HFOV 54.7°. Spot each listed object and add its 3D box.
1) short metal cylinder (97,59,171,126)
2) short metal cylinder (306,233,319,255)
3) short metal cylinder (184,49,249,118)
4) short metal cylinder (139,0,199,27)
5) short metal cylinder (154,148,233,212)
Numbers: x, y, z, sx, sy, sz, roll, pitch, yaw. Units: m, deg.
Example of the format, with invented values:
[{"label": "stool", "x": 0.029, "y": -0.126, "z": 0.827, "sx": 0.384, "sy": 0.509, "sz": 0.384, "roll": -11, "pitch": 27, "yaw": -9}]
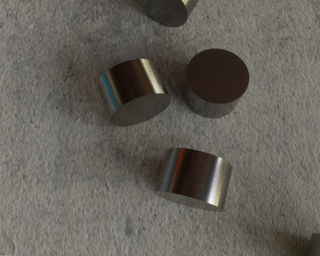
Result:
[{"label": "short metal cylinder", "x": -0.033, "y": -0.043, "z": 0.394, "sx": 0.080, "sy": 0.080, "sz": 0.050, "roll": -21, "pitch": 72, "yaw": -8}, {"label": "short metal cylinder", "x": 0.197, "y": 0.152, "z": 0.326, "sx": 0.080, "sy": 0.080, "sz": 0.050, "roll": 22, "pitch": 72, "yaw": 7}, {"label": "short metal cylinder", "x": 0.073, "y": -0.059, "z": 0.417, "sx": 0.081, "sy": 0.050, "sz": 0.080, "roll": 0, "pitch": 70, "yaw": 0}, {"label": "short metal cylinder", "x": 0.015, "y": -0.194, "z": 0.450, "sx": 0.080, "sy": 0.080, "sz": 0.050, "roll": 27, "pitch": 72, "yaw": 9}, {"label": "short metal cylinder", "x": 0.038, "y": 0.061, "z": 0.357, "sx": 0.080, "sy": 0.080, "sz": 0.050, "roll": 15, "pitch": 71, "yaw": 5}]
